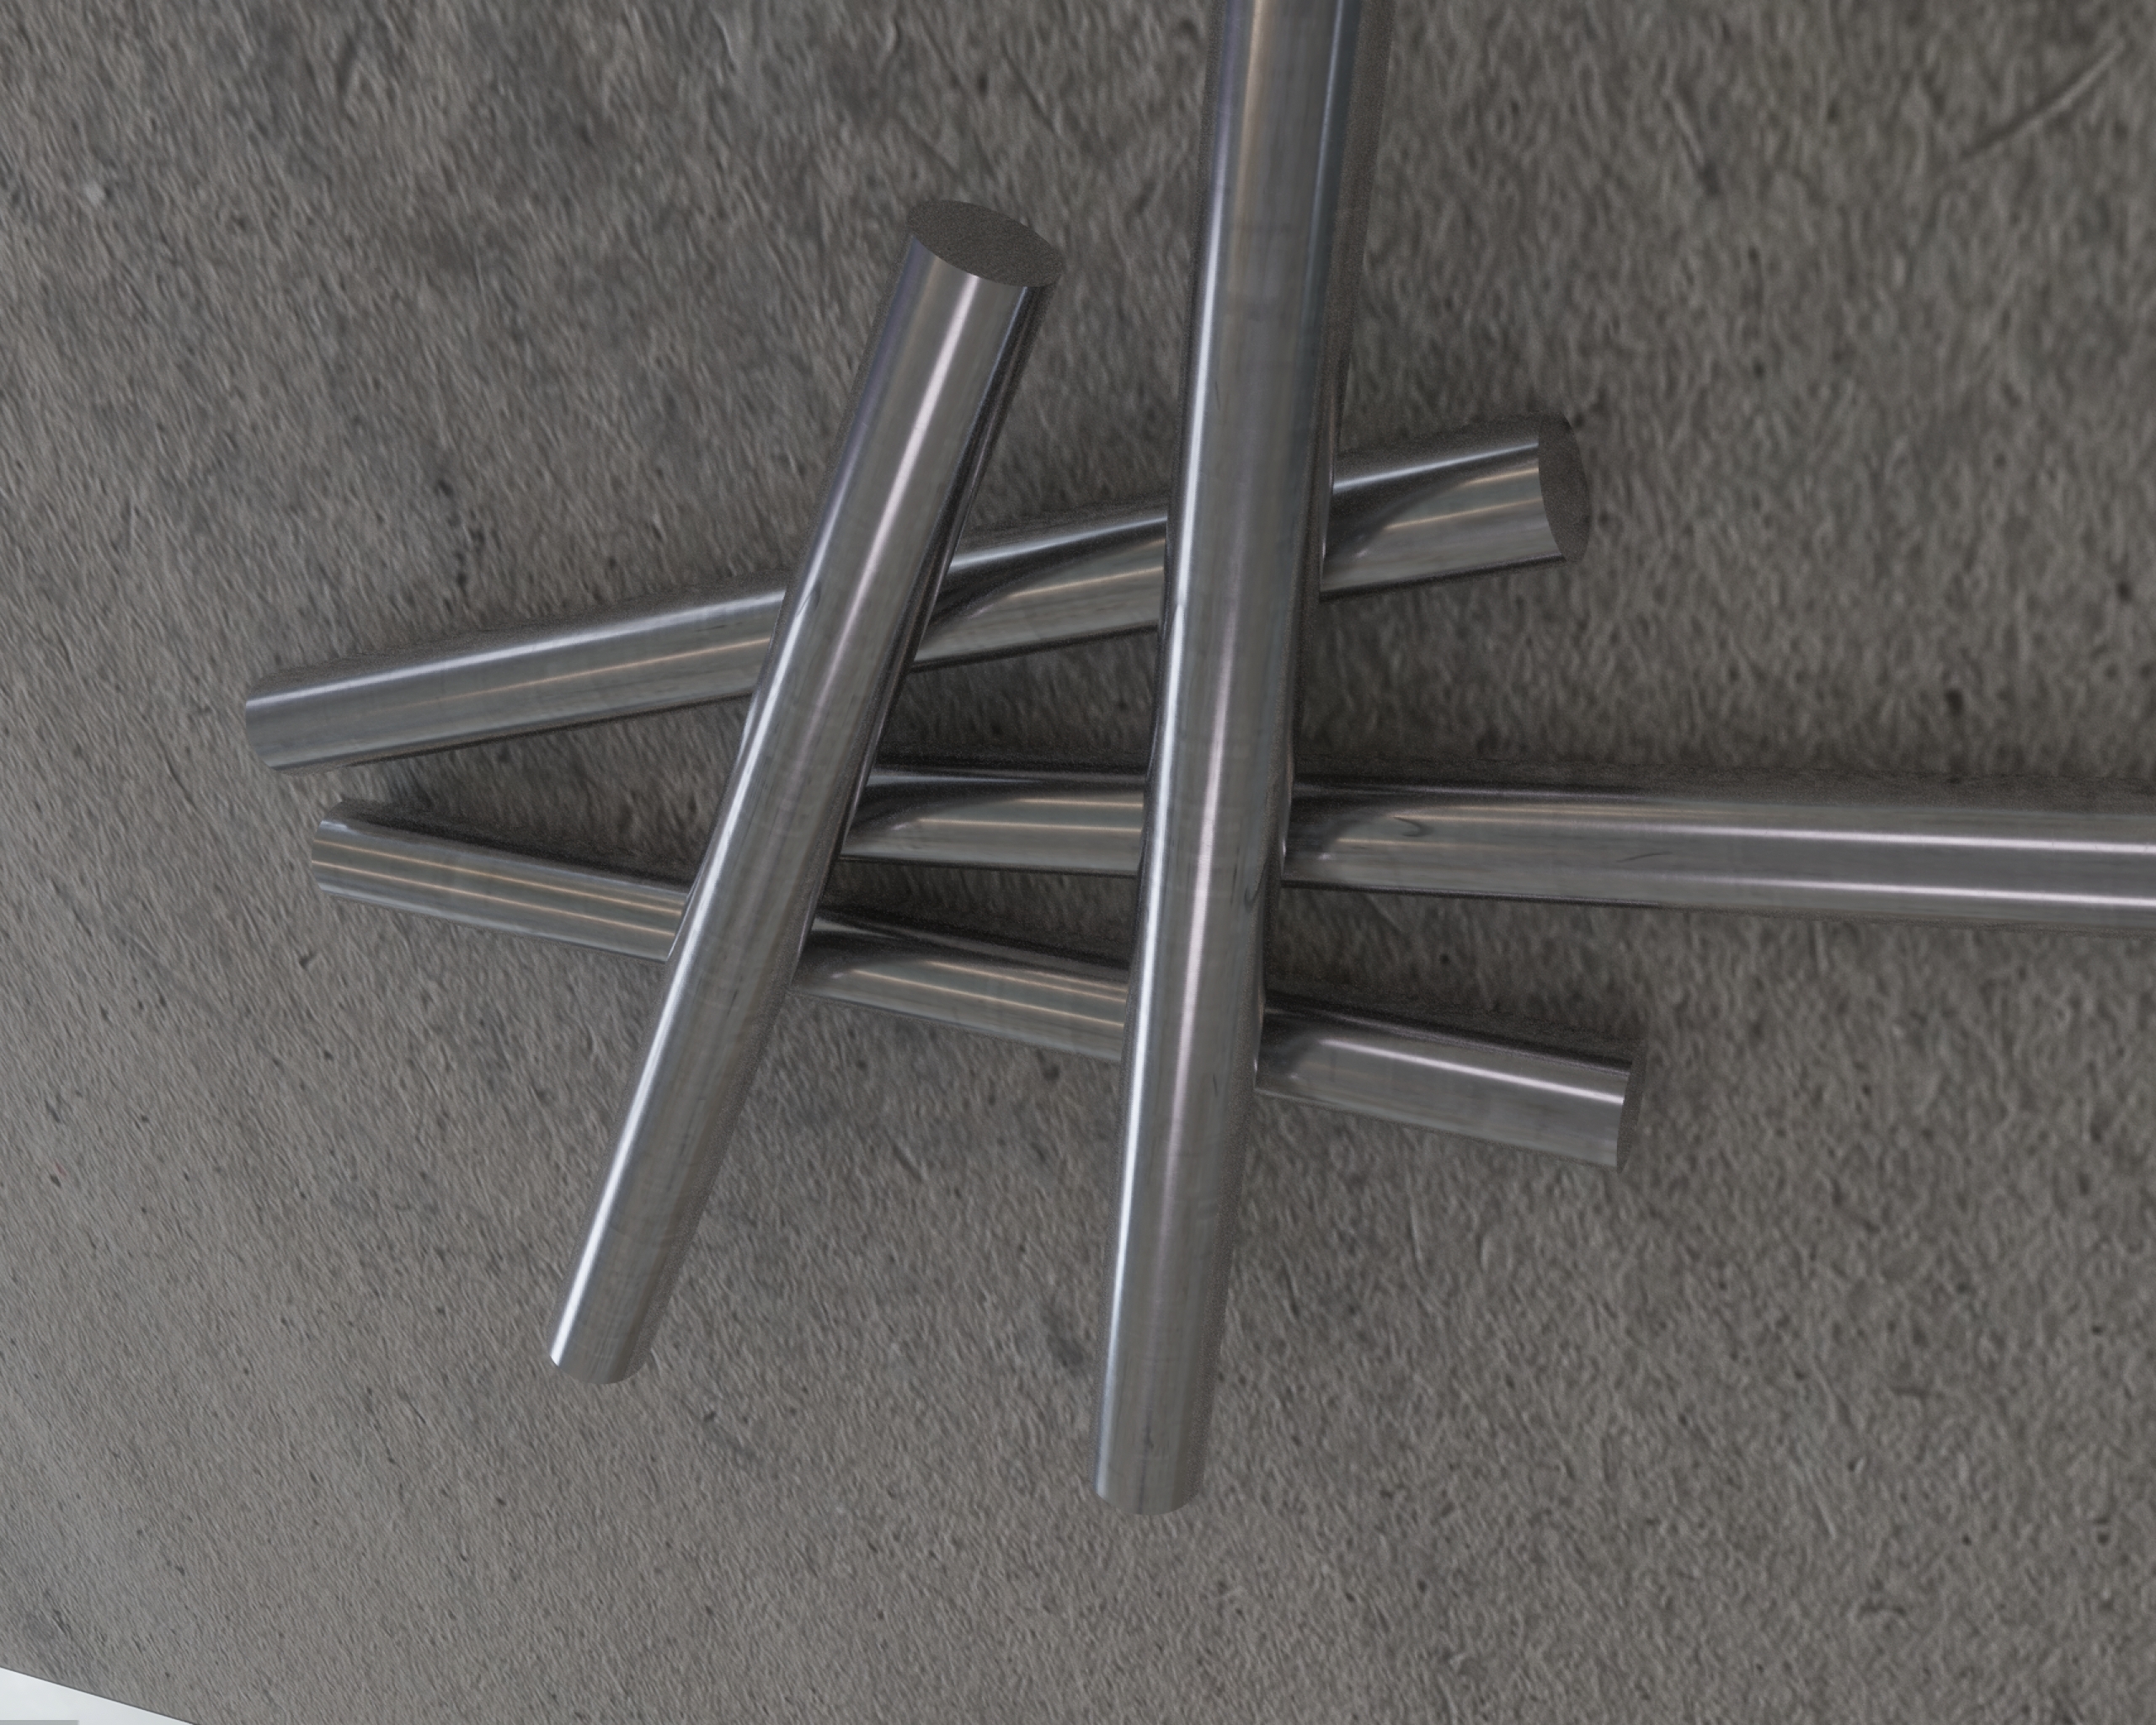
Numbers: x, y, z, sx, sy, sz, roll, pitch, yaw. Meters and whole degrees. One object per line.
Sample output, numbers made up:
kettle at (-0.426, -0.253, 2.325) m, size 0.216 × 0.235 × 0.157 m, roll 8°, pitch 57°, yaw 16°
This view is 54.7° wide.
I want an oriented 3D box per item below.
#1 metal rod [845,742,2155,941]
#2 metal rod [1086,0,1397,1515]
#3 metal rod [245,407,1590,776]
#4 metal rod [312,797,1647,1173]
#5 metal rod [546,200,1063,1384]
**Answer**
metal rod at (0.073, -0.006, 0.364) m, size 0.301 × 0.025 × 0.025 m, roll 3°, pitch 120°, yaw 26°
metal rod at (0.023, 0.004, 0.363) m, size 0.025 × 0.025 × 0.298 m, roll 16°, pitch 125°, yaw 19°
metal rod at (-0.052, -0.046, 0.405) m, size 0.300 × 0.025 × 0.025 m, roll -6°, pitch 116°, yaw 30°
metal rod at (-0.036, 0.021, 0.438) m, size 0.301 × 0.025 × 0.025 m, roll 10°, pitch 123°, yaw 23°
metal rod at (-0.065, 0.010, 0.413) m, size 0.025 × 0.025 × 0.298 m, roll 32°, pitch 129°, yaw 7°
